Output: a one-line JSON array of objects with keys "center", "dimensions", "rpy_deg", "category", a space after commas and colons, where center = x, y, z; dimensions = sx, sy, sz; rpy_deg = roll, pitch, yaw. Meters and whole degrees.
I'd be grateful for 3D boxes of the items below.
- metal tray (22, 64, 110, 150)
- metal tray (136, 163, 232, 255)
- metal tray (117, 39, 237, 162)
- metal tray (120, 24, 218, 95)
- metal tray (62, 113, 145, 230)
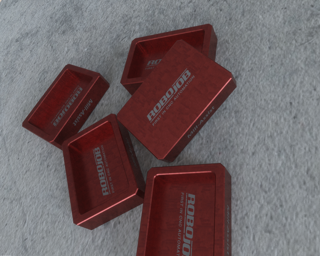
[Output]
[{"center": [-0.152, -0.038, 0.500], "dimensions": [0.090, 0.030, 0.130], "rpy_deg": [22, 73, 35], "category": "metal tray"}, {"center": [0.026, 0.104, 0.322], "dimensions": [0.090, 0.030, 0.130], "rpy_deg": [-7, 59, 24], "category": "metal tray"}, {"center": [0.018, -0.034, 0.385], "dimensions": [0.090, 0.030, 0.130], "rpy_deg": [43, 96, 27], "category": "metal tray"}, {"center": [0.013, -0.098, 0.452], "dimensions": [0.130, 0.030, 0.090], "rpy_deg": [-3, 60, 26], "category": "metal tray"}, {"center": [-0.076, 0.053, 0.405], "dimensions": [0.090, 0.030, 0.130], "rpy_deg": [-29, 52, 9], "category": "metal tray"}]
